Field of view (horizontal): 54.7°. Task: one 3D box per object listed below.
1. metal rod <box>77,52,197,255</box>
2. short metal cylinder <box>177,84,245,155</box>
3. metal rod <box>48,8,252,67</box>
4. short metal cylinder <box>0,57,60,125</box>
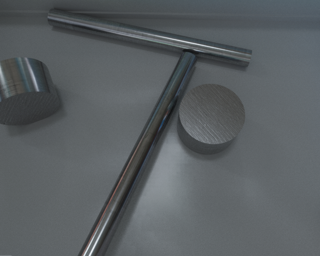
[{"bbox_3d":[-0.017,0.020,0.381,0.025,0.025,0.300,22,63,7],"label":"metal rod"},{"bbox_3d":[0.064,-0.010,0.401,0.081,0.050,0.080,0,70,0],"label":"short metal cylinder"},{"bbox_3d":[-0.017,-0.134,0.458,0.302,0.025,0.025,13,71,4],"label":"metal rod"},{"bbox_3d":[-0.176,-0.045,0.395,0.080,0.080,0.050,-22,72,-8],"label":"short metal cylinder"}]
